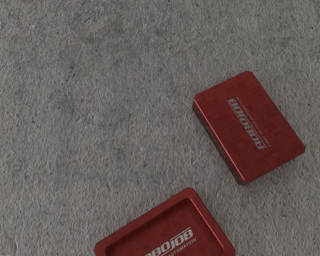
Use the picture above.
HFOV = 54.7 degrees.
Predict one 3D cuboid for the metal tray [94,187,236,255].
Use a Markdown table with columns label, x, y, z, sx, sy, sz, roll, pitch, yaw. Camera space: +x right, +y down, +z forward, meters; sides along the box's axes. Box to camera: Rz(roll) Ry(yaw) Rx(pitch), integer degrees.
| label | x | y | z | sx | sy | sz | roll | pitch | yaw |
| --- | --- | --- | --- | --- | --- | --- | --- | --- | --- |
| metal tray | 0.005 | 0.138 | 0.345 | 0.131 | 0.030 | 0.090 | -29 | 62 | -11 |

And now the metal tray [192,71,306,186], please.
| label | x | y | z | sx | sy | sz | roll | pitch | yaw |
| --- | --- | --- | --- | --- | --- | --- | --- | --- | --- |
| metal tray | 0.112 | -0.002 | 0.407 | 0.090 | 0.030 | 0.130 | -26 | 72 | -9 |
